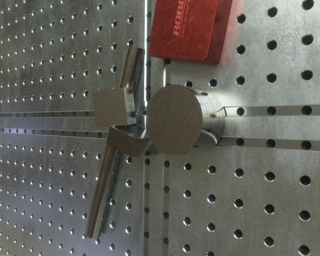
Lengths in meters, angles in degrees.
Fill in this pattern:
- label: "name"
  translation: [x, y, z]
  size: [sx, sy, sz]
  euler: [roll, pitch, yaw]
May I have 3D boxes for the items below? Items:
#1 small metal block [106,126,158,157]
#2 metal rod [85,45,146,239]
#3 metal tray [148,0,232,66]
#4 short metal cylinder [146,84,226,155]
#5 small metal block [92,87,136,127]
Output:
- label: "small metal block"
  translation: [-0.035, 0.017, 0.420]
  size: [0.050, 0.050, 0.025]
  euler: [24, 105, 37]
- label: "metal rod"
  translation: [-0.070, 0.028, 0.464]
  size: [0.025, 0.025, 0.298]
  euler: [24, 105, 37]
- label: "metal tray"
  translation: [0.038, -0.146, 0.373]
  size: [0.090, 0.030, 0.129]
  euler: [17, 100, 38]
- label: "short metal cylinder"
  translation: [0.030, -0.009, 0.367]
  size: [0.080, 0.050, 0.079]
  euler: [0, 90, 39]
- label: "small metal block"
  translation: [-0.063, -0.028, 0.427]
  size: [0.050, 0.025, 0.050]
  euler: [-4, 94, 22]
